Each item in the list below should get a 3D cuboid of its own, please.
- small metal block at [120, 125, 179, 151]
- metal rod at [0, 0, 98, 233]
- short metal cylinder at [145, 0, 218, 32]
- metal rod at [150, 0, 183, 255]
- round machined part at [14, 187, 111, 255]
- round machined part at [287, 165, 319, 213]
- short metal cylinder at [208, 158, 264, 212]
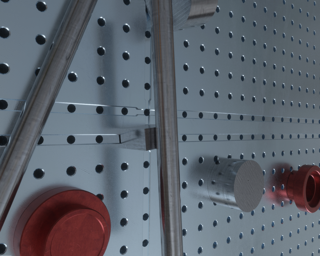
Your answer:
[{"bbox_3d":[-0.013,0.010,0.381,0.050,0.050,0.025,-8,96,-40],"label":"small metal block"},{"bbox_3d":[-0.118,-0.028,0.309,0.025,0.025,0.299,29,72,-37],"label":"metal rod"},{"bbox_3d":[0.027,-0.167,0.395,0.050,0.080,0.080,-25,106,-37],"label":"short metal cylinder"},{"bbox_3d":[0.008,0.002,0.350,0.025,0.025,0.298,-4,92,-40],"label":"metal rod"},{"bbox_3d":[-0.093,0.113,0.320,0.099,0.042,0.097,0,90,-40],"label":"round machined part"},{"bbox_3d":[0.304,0.125,0.653,0.099,0.042,0.097,0,90,-40],"label":"round machined part"},{"bbox_3d":[0.122,0.089,0.495,0.081,0.050,0.080,0,90,-40],"label":"short metal cylinder"}]
